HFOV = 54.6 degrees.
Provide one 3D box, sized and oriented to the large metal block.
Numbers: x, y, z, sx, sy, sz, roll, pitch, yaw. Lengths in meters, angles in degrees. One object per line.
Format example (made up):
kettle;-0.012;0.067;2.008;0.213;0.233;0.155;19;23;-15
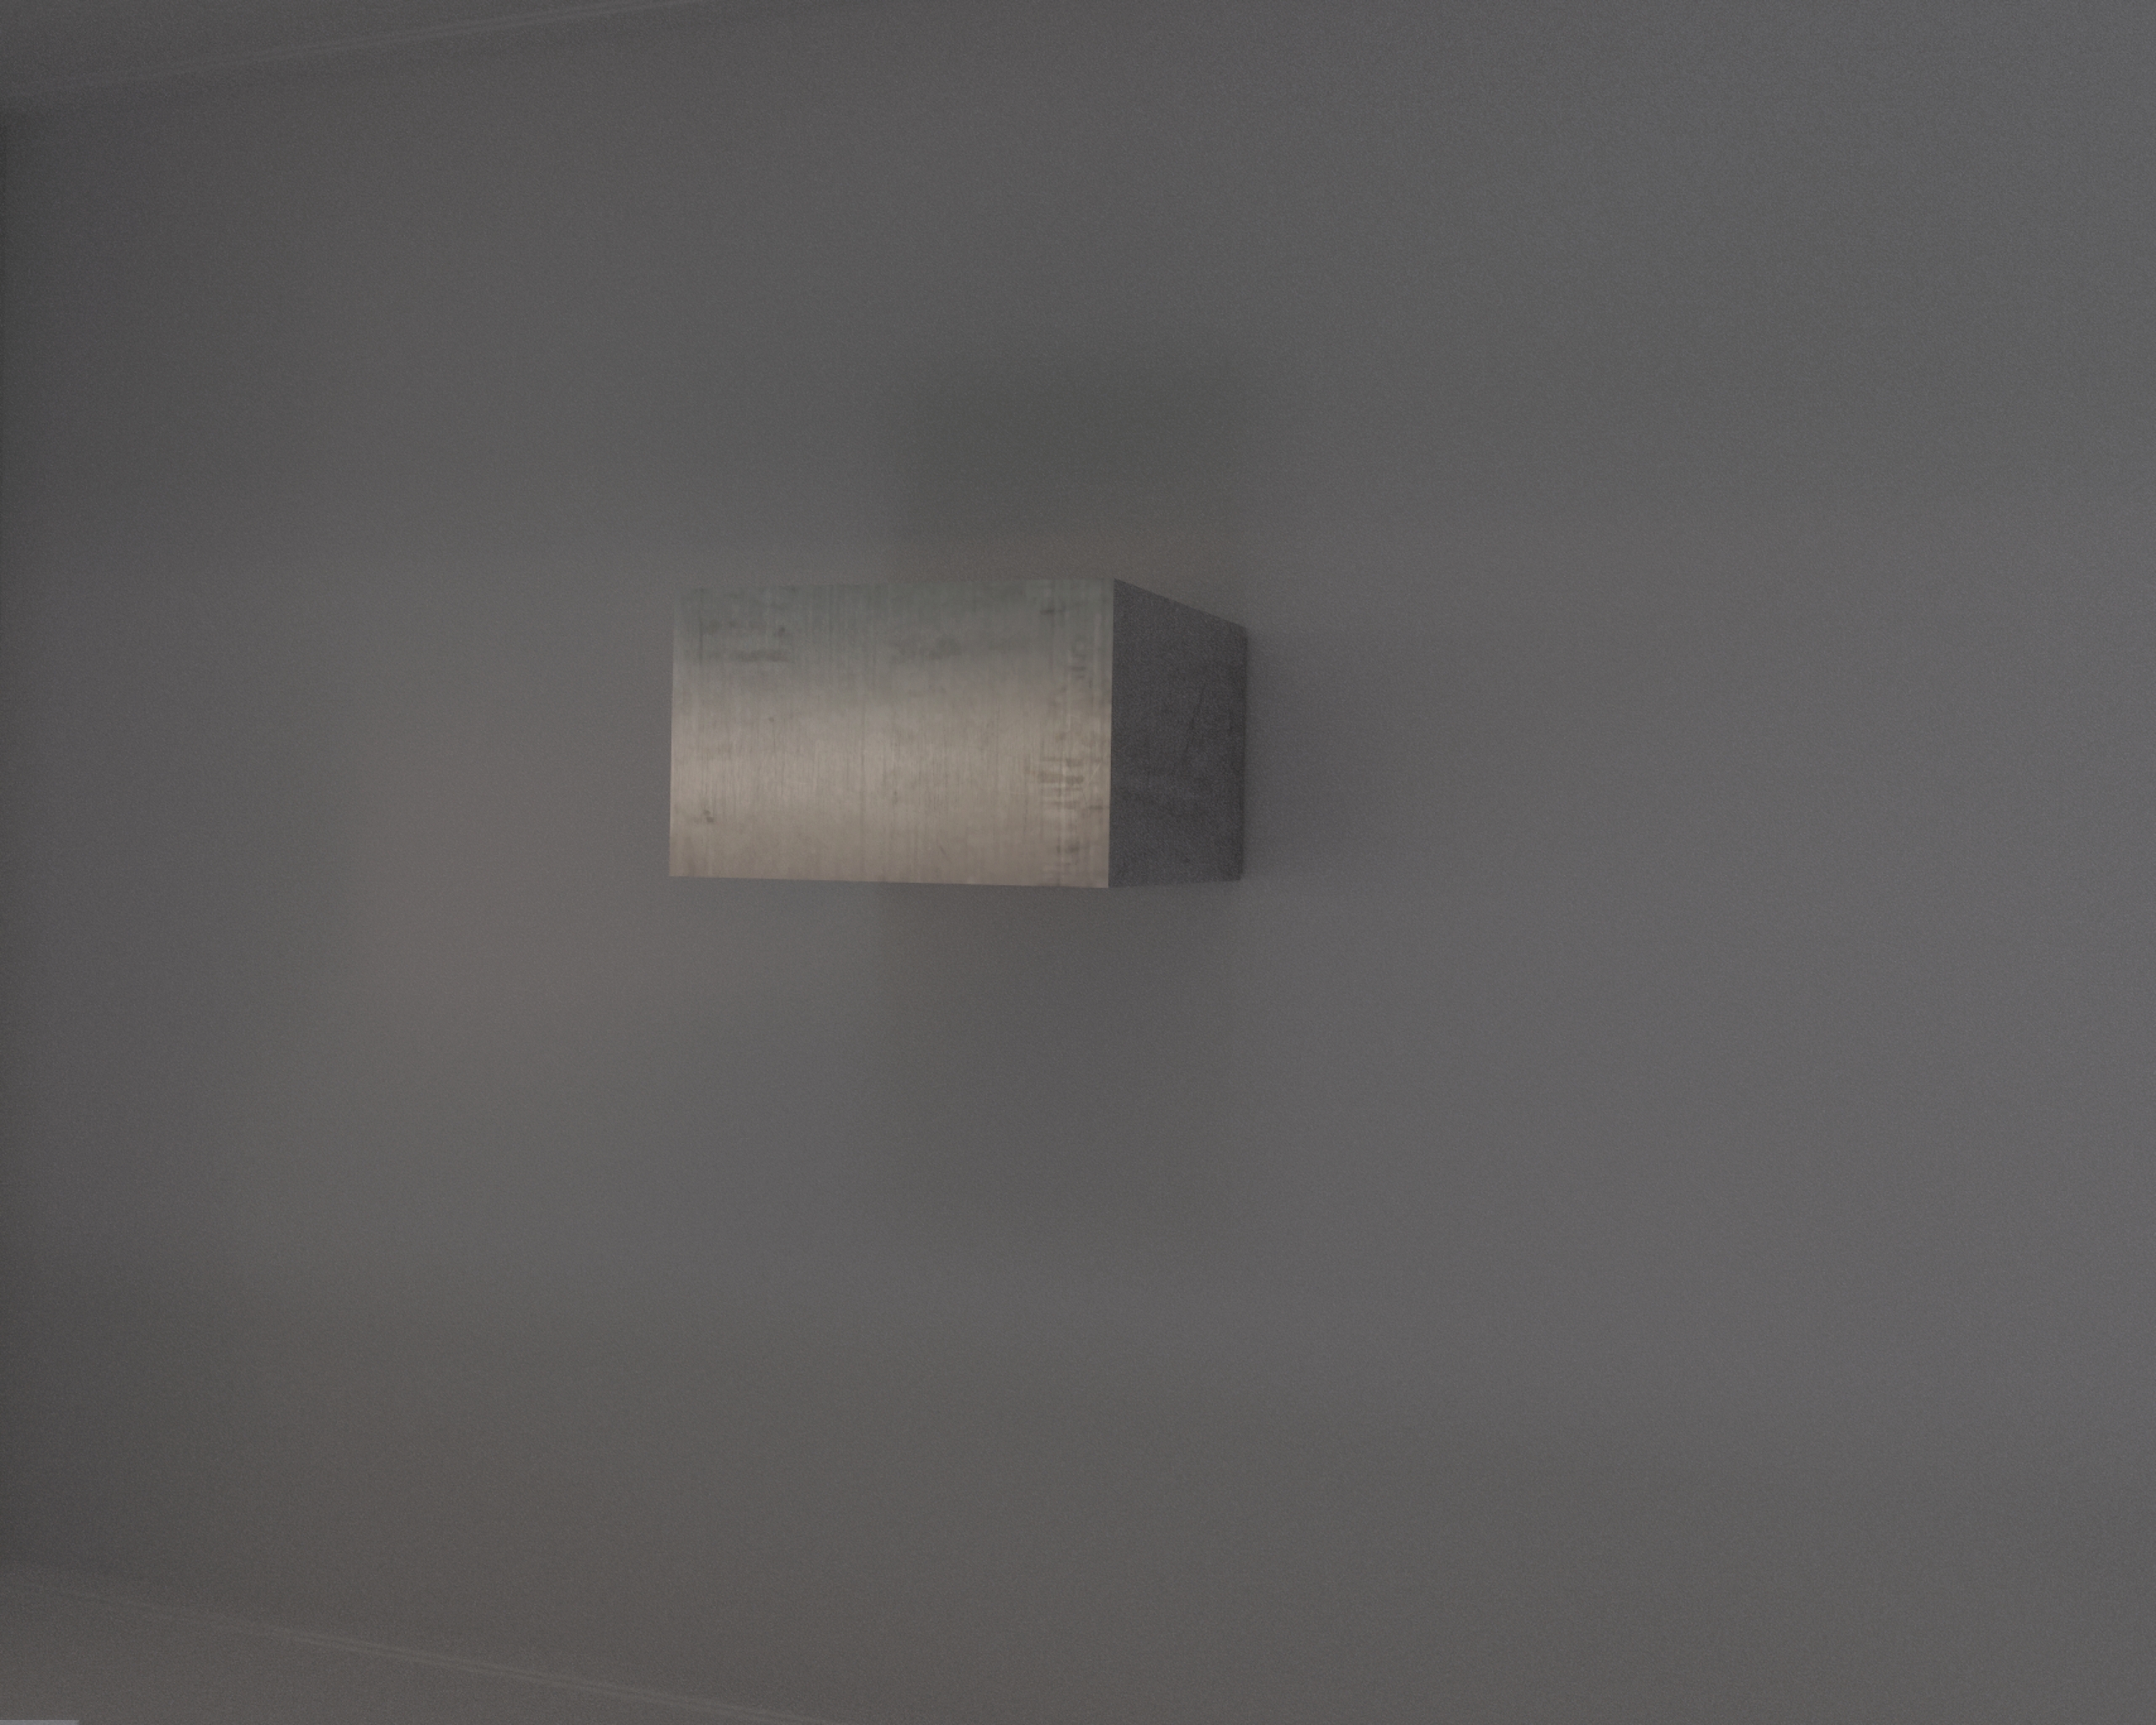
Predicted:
large metal block;-0.019;-0.022;0.386;0.080;0.080;0.050;1;91;20
